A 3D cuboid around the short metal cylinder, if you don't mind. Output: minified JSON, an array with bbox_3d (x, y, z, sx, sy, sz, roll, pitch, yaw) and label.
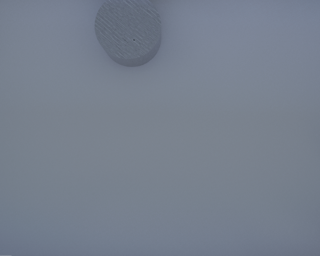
[{"bbox_3d":[-0.039,-0.123,0.399,0.080,0.050,0.080,0,90,0],"label":"short metal cylinder"}]
